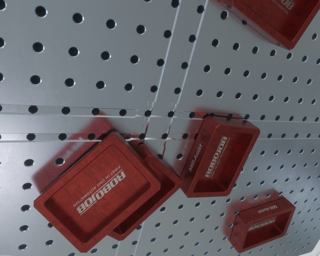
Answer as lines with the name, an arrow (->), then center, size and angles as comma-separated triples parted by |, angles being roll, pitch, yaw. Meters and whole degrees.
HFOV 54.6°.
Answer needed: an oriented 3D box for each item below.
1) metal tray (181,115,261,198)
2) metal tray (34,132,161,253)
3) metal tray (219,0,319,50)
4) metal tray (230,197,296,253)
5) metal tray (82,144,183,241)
metal tray -> 0.091, 0.048, 0.486 | 0.091, 0.030, 0.129 | 6, 116, -31
metal tray -> -0.075, 0.078, 0.385 | 0.130, 0.030, 0.090 | -41, 98, 1
metal tray -> 0.144, -0.165, 0.383 | 0.131, 0.030, 0.090 | 20, 108, -36
metal tray -> 0.215, 0.203, 0.649 | 0.131, 0.030, 0.089 | -10, 123, -23
metal tray -> -0.041, 0.095, 0.443 | 0.130, 0.030, 0.090 | -43, 129, 1
